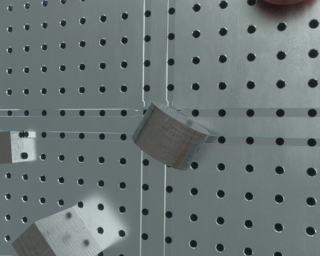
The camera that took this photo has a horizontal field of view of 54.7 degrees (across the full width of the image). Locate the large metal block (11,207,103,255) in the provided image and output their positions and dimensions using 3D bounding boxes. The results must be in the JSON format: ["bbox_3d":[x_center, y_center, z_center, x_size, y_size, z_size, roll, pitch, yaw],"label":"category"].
[{"bbox_3d":[-0.141,0.167,0.433,0.050,0.080,0.080,-44,77,15],"label":"large metal block"}]

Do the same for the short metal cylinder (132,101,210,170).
[{"bbox_3d":[0.013,0.008,0.379,0.080,0.080,0.050,33,101,17],"label":"short metal cylinder"}]

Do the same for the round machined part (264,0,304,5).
[{"bbox_3d":[0.146,-0.189,0.352,0.098,0.042,0.097,0,90,20],"label":"round machined part"}]

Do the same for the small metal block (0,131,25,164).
[{"bbox_3d":[-0.250,0.032,0.501,0.050,0.025,0.050,-5,88,20],"label":"small metal block"}]
